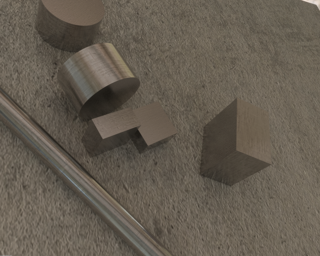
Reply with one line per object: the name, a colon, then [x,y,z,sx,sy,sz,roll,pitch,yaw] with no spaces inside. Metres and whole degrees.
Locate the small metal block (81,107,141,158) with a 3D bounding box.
small metal block: [-0.057,0.005,0.355,0.050,0.050,0.025,-21,74,-36]

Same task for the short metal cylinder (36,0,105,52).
short metal cylinder: [-0.121,-0.149,0.415,0.081,0.050,0.080,14,56,-21]

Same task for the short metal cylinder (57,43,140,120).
short metal cylinder: [-0.071,-0.053,0.364,0.081,0.080,0.050,-25,76,-37]

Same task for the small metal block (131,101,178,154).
small metal block: [-0.014,-0.001,0.399,0.050,0.025,0.050,-23,74,-36]

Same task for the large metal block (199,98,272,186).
large metal block: [0.098,0.021,0.411,0.050,0.080,0.080,22,53,-16]

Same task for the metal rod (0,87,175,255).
metal rod: [-0.070,0.069,0.324,0.300,0.025,0.025,44,51,2]
